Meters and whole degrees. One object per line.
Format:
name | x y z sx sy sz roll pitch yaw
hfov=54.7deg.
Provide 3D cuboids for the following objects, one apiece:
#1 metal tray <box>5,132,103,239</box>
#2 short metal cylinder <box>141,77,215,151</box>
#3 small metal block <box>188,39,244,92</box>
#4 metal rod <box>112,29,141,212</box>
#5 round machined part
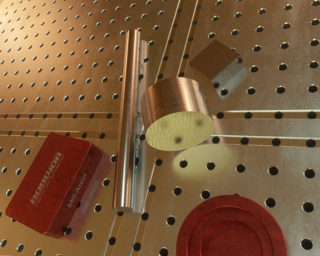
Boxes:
metal tray | -0.147 0.075 0.434 0.090 0.030 0.130 11 67 32
short metal cylinder | 0.020 -0.015 0.371 0.080 0.080 0.050 -21 54 15
small metal block | 0.076 -0.086 0.420 0.050 0.025 0.050 -42 51 -1
metal rod | -0.045 -0.030 0.448 0.025 0.025 0.299 -13 56 21
round machined part | 0.068 0.116 0.290 0.098 0.042 0.098 -13 56 20
